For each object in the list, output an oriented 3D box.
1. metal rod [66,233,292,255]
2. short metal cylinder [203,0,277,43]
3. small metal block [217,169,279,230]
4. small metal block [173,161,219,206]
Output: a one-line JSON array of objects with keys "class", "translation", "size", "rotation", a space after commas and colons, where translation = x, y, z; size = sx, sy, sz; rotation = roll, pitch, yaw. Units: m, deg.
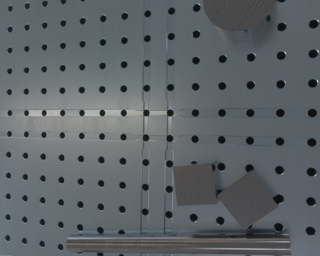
[{"class": "metal rod", "translation": [0.010, 0.153, 0.408], "size": [0.301, 0.025, 0.025], "rotation": [-7, 88, 19]}, {"class": "short metal cylinder", "translation": [0.096, -0.147, 0.365], "size": [0.080, 0.050, 0.080], "rotation": [0, 90, 20]}, {"class": "small metal block", "translation": [0.106, 0.086, 0.375], "size": [0.050, 0.025, 0.050], "rotation": [-41, 77, 15]}, {"class": "small metal block", "translation": [0.047, 0.071, 0.396], "size": [0.050, 0.025, 0.050], "rotation": [-8, 87, 19]}]
